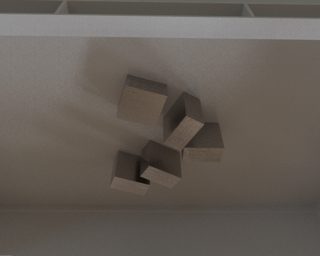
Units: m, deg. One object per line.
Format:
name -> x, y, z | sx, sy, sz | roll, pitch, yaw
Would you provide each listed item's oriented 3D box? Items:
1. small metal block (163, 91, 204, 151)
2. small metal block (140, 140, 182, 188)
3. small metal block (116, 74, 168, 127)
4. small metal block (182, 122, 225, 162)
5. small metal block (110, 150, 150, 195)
small metal block -> 0.028, -0.009, 0.385 | 0.025, 0.050, 0.050 | 24, 126, -19
small metal block -> 0.001, 0.050, 0.435 | 0.050, 0.050, 0.025 | 24, 126, -20
small metal block -> -0.023, -0.033, 0.381 | 0.050, 0.025, 0.050 | 13, 129, -11
small metal block -> 0.054, 0.018, 0.408 | 0.050, 0.050, 0.025 | 1, 130, -1
small metal block -> -0.042, 0.064, 0.447 | 0.050, 0.050, 0.025 | 16, 128, -14
